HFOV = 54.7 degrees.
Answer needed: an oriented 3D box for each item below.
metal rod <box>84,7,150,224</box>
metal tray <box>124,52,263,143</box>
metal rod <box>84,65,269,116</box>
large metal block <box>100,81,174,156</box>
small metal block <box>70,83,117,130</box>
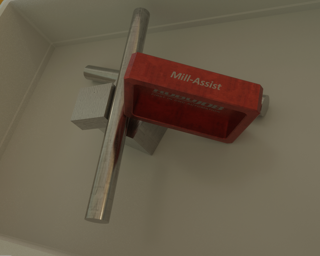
[{"bbox_3d":[-0.046,-0.036,0.385,0.025,0.025,0.299,-6,59,25],"label":"metal rod"},{"bbox_3d":[0.029,-0.027,0.329,0.131,0.090,0.030,15,67,0],"label":"metal tray"},{"bbox_3d":[0.001,-0.060,0.439,0.300,0.025,0.025,16,70,34],"label":"metal rod"},{"bbox_3d":[-0.033,-0.020,0.416,0.080,0.050,0.080,20,72,35],"label":"large metal block"},{"bbox_3d":[-0.081,-0.027,0.397,0.050,0.025,0.050,-6,59,24],"label":"small metal block"}]
